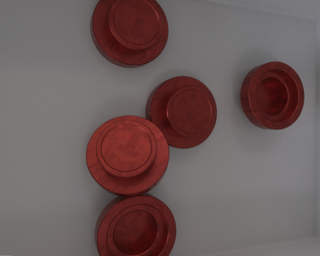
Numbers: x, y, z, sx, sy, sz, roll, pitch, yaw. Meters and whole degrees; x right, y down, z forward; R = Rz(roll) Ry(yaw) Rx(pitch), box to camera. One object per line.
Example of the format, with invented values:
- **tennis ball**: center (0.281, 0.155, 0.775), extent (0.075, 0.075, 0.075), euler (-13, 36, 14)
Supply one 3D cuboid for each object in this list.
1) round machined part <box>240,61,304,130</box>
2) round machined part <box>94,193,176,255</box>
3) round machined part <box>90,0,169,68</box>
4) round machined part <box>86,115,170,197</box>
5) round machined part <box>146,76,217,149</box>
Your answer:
- **round machined part**: center (0.161, -0.046, 0.460), extent (0.099, 0.042, 0.097), euler (0, 90, -20)
- **round machined part**: center (-0.033, 0.128, 0.389), extent (0.099, 0.042, 0.097), euler (0, 91, -20)
- **round machined part**: center (-0.035, -0.127, 0.388), extent (0.099, 0.042, 0.097), euler (0, 90, -20)
- **round machined part**: center (-0.038, 0.029, 0.366), extent (0.099, 0.042, 0.098), euler (1, 68, -1)
- **round machined part**: center (0.034, -0.021, 0.414), extent (0.099, 0.042, 0.097), euler (0, 90, -20)
